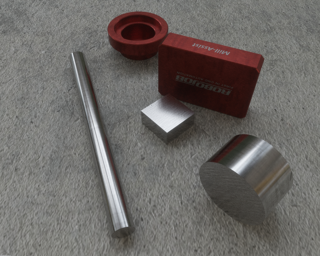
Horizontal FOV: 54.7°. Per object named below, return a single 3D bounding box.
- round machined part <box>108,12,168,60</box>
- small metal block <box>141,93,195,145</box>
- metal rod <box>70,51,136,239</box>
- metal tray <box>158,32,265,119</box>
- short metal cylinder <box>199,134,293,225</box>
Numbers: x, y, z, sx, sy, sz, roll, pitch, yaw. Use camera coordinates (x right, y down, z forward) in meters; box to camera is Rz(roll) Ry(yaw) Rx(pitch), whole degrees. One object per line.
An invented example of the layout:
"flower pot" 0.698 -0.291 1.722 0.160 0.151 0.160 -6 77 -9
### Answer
"round machined part" -0.036 -0.150 0.518 0.099 0.042 0.098 0 50 0
"small metal block" 0.011 -0.013 0.415 0.050 0.025 0.050 -35 58 -26
"metal rod" -0.084 -0.003 0.404 0.025 0.025 0.299 -14 52 -12
"metal tray" 0.063 -0.070 0.420 0.130 0.089 0.030 18 53 14
"short metal cylinder" 0.088 0.053 0.324 0.050 0.080 0.080 -37 60 -27
